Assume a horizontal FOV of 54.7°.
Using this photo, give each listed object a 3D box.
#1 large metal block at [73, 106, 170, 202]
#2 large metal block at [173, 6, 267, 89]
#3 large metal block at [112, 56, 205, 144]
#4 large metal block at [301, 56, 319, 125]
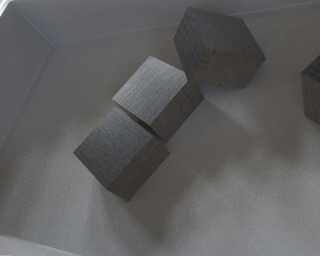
[{"bbox_3d":[-0.049,0.032,0.394,0.080,0.050,0.080,-49,52,-7],"label":"large metal block"},{"bbox_3d":[0.071,-0.099,0.386,0.081,0.050,0.080,3,51,-23],"label":"large metal block"},{"bbox_3d":[-0.002,-0.039,0.414,0.080,0.050,0.080,35,81,38],"label":"large metal block"},{"bbox_3d":[0.185,-0.027,0.290,0.050,0.080,0.080,-44,51,-2],"label":"large metal block"}]
